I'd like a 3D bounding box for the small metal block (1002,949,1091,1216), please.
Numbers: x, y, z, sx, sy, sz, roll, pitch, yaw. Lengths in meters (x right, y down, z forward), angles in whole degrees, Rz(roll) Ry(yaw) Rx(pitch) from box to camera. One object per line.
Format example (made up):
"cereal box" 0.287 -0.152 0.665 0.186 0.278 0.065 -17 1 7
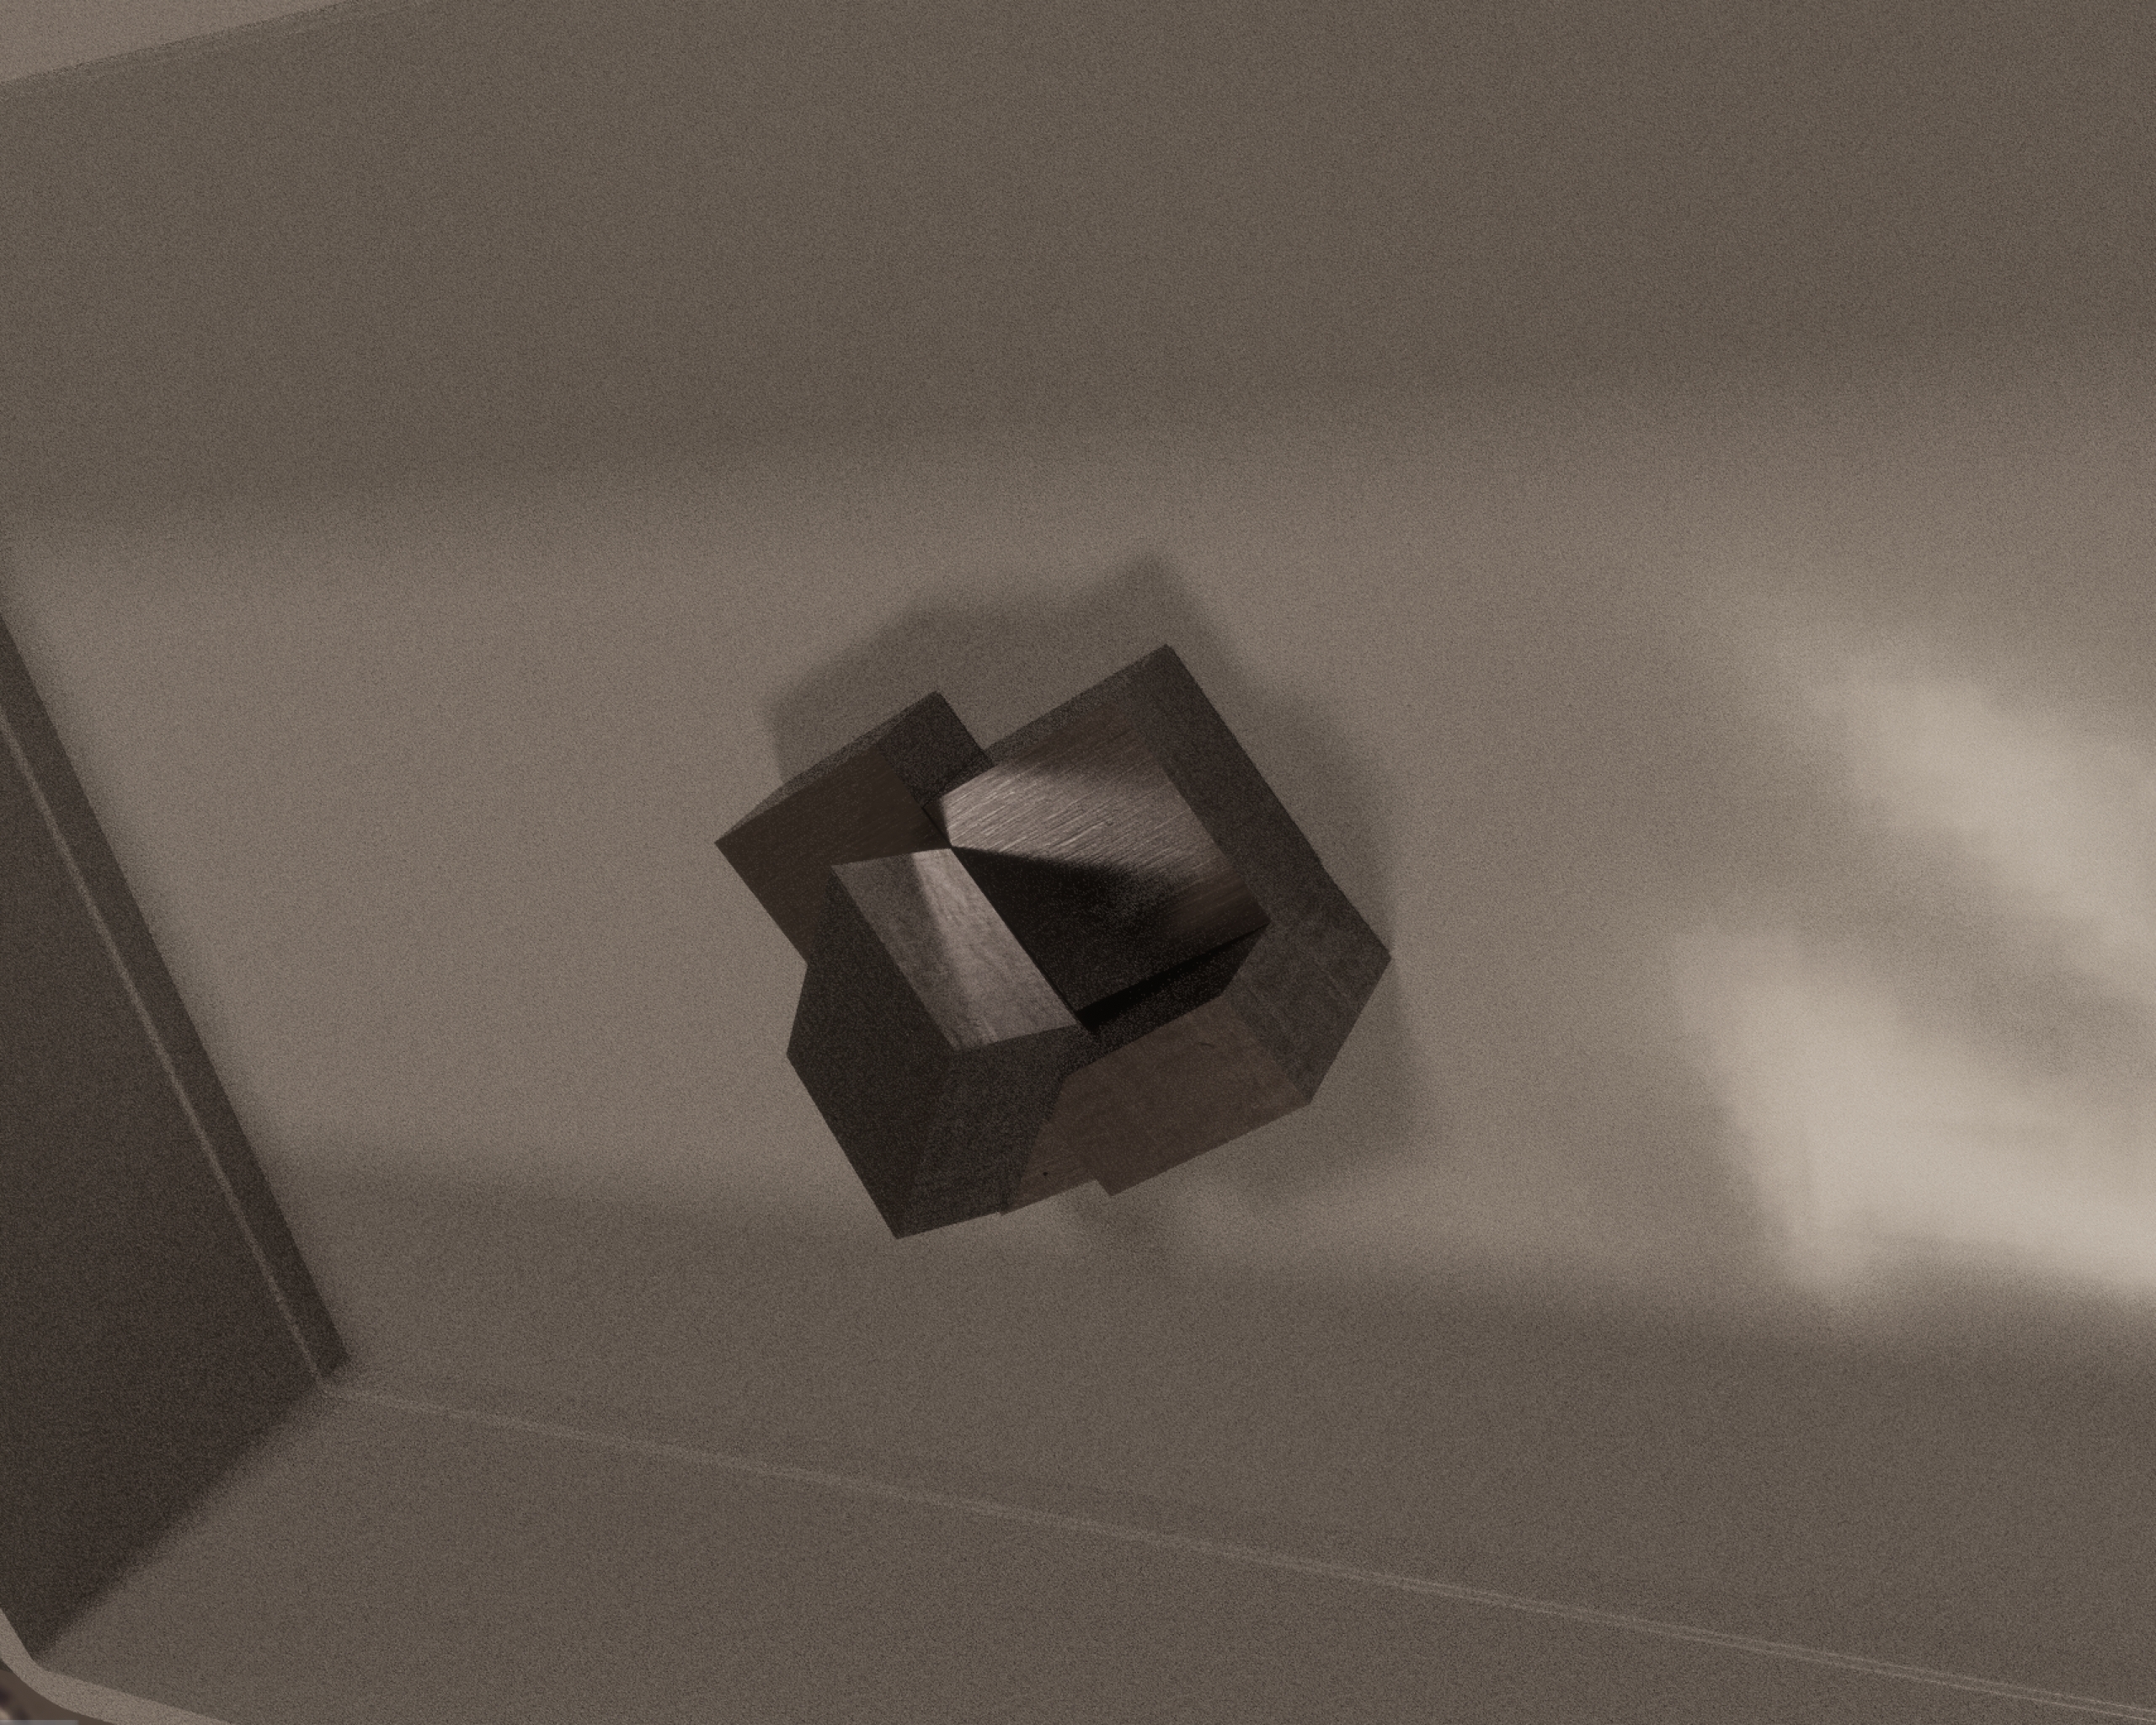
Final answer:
"small metal block" -0.008 0.040 0.434 0.050 0.025 0.050 -28 104 37

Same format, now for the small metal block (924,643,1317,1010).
"small metal block" 0.008 -0.006 0.398 0.050 0.025 0.050 -28 104 37

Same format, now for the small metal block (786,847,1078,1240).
"small metal block" -0.029 0.033 0.393 0.050 0.025 0.050 52 138 37

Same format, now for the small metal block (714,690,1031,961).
"small metal block" -0.037 0.001 0.425 0.050 0.025 0.050 -28 104 37

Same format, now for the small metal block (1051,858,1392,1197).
"small metal block" 0.026 0.031 0.395 0.050 0.050 0.025 -32 101 37
